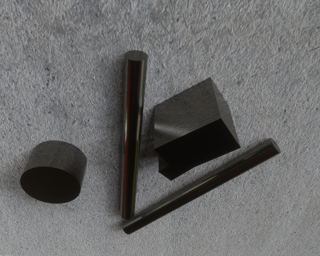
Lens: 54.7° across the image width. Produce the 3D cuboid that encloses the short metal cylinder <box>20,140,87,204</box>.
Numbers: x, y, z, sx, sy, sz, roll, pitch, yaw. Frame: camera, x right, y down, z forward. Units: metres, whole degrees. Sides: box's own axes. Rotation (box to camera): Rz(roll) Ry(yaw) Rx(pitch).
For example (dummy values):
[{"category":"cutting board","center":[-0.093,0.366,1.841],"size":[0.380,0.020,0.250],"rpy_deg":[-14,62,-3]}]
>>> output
[{"category":"short metal cylinder","center":[-0.150,0.064,0.443],"size":[0.081,0.050,0.079],"rpy_deg":[0,130,0]}]

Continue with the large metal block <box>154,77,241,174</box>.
[{"category":"large metal block","center":[0.041,-0.003,0.369],"size":[0.080,0.080,0.050],"rpy_deg":[-26,126,20]}]

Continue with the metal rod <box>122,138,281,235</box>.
[{"category":"metal rod","center":[0.051,0.102,0.495],"size":[0.299,0.025,0.025],"rpy_deg":[-35,122,26]}]

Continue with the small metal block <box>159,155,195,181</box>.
[{"category":"small metal block","center":[0.025,0.036,0.422],"size":[0.050,0.050,0.025],"rpy_deg":[-35,122,26]}]

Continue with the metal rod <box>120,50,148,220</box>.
[{"category":"metal rod","center":[-0.041,0.033,0.434],"size":[0.025,0.025,0.298],"rpy_deg":[4,130,-4]}]
